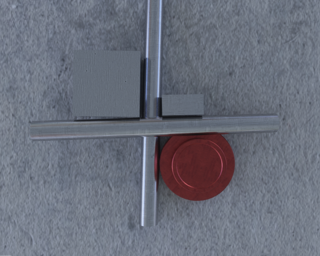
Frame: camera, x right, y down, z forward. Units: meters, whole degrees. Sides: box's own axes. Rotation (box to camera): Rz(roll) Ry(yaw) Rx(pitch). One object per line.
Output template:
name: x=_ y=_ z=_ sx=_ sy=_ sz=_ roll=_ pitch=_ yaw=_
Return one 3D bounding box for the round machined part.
round machined part: x=0.049 y=0.047 z=0.402 sx=0.099 sy=0.042 sz=0.097 roll=0 pitch=90 yaw=-1

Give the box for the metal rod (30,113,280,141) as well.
metal rod: x=-0.002 y=-0.001 z=0.386 sx=0.302 sy=0.025 sz=0.025 roll=-2 pitch=90 yaw=-5

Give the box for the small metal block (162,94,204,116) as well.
small metal block: x=0.028 y=-0.028 z=0.399 sx=0.050 sy=0.050 sz=0.025 roll=-1 pitch=90 yaw=-1

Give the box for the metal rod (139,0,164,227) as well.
metal rod: x=-0.011 y=-0.022 z=0.411 sx=0.025 sy=0.025 sz=0.298 roll=2 pitch=90 yaw=-1

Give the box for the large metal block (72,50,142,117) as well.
large metal block: x=-0.064 y=-0.054 z=0.397 sx=0.081 sy=0.050 sz=0.079 roll=1 pitch=90 yaw=-1
